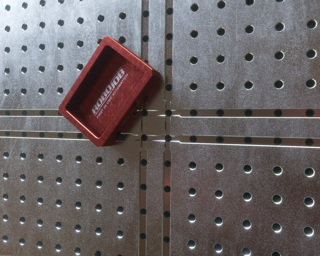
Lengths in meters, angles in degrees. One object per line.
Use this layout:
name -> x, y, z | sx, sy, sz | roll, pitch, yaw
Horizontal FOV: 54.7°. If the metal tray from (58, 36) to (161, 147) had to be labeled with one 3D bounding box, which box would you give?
metal tray -> -0.072, -0.049, 0.434 | 0.090, 0.030, 0.130 | 40, 102, 15
